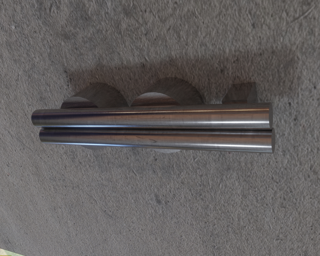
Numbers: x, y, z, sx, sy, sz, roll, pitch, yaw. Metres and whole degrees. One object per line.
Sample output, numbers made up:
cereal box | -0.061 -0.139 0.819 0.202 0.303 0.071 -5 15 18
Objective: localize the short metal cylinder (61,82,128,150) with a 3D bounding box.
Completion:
short metal cylinder | -0.089 -0.017 0.427 0.080 0.050 0.079 13 124 21

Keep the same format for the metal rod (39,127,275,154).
metal rod | -0.026 0.011 0.363 0.300 0.025 0.025 0 119 28

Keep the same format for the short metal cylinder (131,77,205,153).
short metal cylinder | 0.010 -0.016 0.378 0.080 0.050 0.079 13 124 21

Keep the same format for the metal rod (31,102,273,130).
metal rod | -0.032 -0.012 0.352 0.300 0.025 0.025 0 119 28

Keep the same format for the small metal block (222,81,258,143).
small metal block | 0.090 -0.017 0.336 0.025 0.050 0.050 -2 117 29
